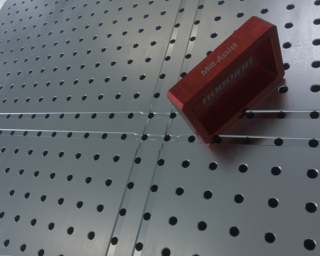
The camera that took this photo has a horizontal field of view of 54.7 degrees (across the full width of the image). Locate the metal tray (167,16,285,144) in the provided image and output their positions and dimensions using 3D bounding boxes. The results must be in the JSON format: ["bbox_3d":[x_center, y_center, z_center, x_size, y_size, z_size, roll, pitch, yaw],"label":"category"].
[{"bbox_3d":[0.080,-0.050,0.355,0.130,0.090,0.030,-42,51,-1],"label":"metal tray"}]
